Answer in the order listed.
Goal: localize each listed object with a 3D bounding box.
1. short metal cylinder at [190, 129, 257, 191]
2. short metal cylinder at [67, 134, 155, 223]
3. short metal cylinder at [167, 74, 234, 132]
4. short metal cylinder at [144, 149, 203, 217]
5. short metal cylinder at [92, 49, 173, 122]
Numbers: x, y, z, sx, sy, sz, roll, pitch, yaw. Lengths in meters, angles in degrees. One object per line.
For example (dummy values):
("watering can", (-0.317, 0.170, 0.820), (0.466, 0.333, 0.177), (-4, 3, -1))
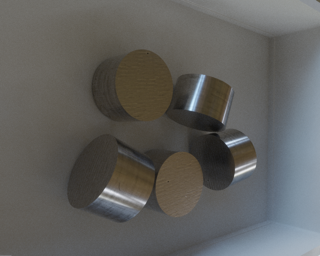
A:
("short metal cylinder", (0.090, 0.044, 0.447), (0.050, 0.080, 0.079), (-12, 98, -40))
("short metal cylinder", (-0.052, 0.053, 0.326), (0.050, 0.080, 0.080), (34, 69, -35))
("short metal cylinder", (0.055, -0.032, 0.418), (0.080, 0.080, 0.050), (27, 73, -37))
("short metal cylinder", (0.010, 0.069, 0.398), (0.081, 0.050, 0.079), (0, 90, -40))
("short metal cylinder", (-0.031, -0.047, 0.363), (0.081, 0.050, 0.079), (0, 90, -40))
